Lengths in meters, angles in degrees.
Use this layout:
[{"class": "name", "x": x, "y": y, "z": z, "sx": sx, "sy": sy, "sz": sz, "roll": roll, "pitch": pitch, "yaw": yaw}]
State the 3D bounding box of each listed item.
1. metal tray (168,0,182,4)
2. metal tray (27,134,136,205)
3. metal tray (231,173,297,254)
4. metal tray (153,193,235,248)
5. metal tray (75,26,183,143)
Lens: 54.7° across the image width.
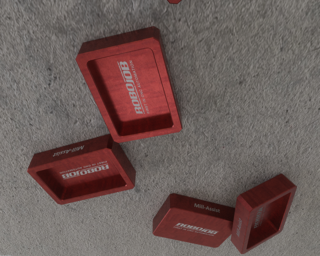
[{"class": "metal tray", "x": 0.032, "y": -0.180, "z": 0.251, "sx": 0.130, "sy": 0.030, "sz": 0.090, "roll": -33, "pitch": 123, "yaw": 25}, {"class": "metal tray", "x": -0.112, "y": 0.064, "z": 0.457, "sx": 0.130, "sy": 0.030, "sz": 0.090, "roll": -15, "pitch": 129, "yaw": 12}, {"class": "metal tray", "x": 0.164, "y": 0.141, "z": 0.500, "sx": 0.091, "sy": 0.030, "sz": 0.129, "roll": -21, "pitch": 133, "yaw": -18}, {"class": "metal tray", "x": 0.062, "y": 0.166, "z": 0.546, "sx": 0.131, "sy": 0.030, "sz": 0.089, "roll": 16, "pitch": 128, "yaw": -14}, {"class": "metal tray", "x": -0.030, "y": -0.044, "z": 0.365, "sx": 0.090, "sy": 0.030, "sz": 0.129, "roll": -11, "pitch": 130, "yaw": 9}]
